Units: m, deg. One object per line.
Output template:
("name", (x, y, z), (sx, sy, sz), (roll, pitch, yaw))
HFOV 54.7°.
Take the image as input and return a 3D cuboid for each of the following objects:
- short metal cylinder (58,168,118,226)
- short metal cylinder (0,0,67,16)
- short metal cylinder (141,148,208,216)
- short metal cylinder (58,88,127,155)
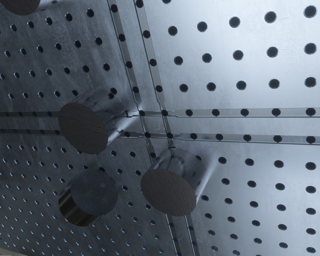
("short metal cylinder", (-0.117, 0.113, 0.505), (0.080, 0.080, 0.050), (44, 129, -3))
("short metal cylinder", (-0.153, -0.178, 0.363), (0.080, 0.050, 0.079), (13, 124, 20))
("short metal cylinder", (0.020, 0.075, 0.429), (0.080, 0.050, 0.079), (13, 124, 20))
("short metal cylinder", (-0.094, -0.010, 0.437), (0.080, 0.050, 0.079), (13, 124, 20))
